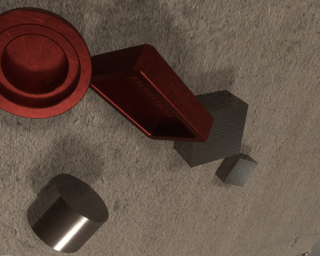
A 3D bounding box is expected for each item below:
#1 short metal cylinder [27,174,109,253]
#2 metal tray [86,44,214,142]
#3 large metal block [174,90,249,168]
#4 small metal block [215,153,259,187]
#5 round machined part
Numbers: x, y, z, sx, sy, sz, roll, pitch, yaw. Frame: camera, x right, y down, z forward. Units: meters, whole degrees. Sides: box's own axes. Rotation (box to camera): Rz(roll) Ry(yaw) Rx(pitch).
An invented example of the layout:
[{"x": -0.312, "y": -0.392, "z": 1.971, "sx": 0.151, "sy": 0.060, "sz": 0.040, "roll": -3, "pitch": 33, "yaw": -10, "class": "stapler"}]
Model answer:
[{"x": -0.110, "y": 0.101, "z": 0.375, "sx": 0.050, "sy": 0.080, "sz": 0.080, "roll": -48, "pitch": 129, "yaw": 5, "class": "short metal cylinder"}, {"x": -0.011, "y": -0.030, "z": 0.340, "sx": 0.130, "sy": 0.090, "sz": 0.030, "roll": 43, "pitch": 60, "yaw": -40, "class": "metal tray"}, {"x": 0.068, "y": -0.001, "z": 0.429, "sx": 0.081, "sy": 0.050, "sz": 0.079, "roll": -13, "pitch": 124, "yaw": -22, "class": "large metal block"}, {"x": 0.130, "y": 0.069, "z": 0.523, "sx": 0.050, "sy": 0.025, "sz": 0.050, "roll": 18, "pitch": 109, "yaw": -36, "class": "small metal block"}, {"x": -0.115, "y": -0.061, "z": 0.289, "sx": 0.099, "sy": 0.042, "sz": 0.097, "roll": -8, "pitch": 119, "yaw": -15, "class": "round machined part"}]
